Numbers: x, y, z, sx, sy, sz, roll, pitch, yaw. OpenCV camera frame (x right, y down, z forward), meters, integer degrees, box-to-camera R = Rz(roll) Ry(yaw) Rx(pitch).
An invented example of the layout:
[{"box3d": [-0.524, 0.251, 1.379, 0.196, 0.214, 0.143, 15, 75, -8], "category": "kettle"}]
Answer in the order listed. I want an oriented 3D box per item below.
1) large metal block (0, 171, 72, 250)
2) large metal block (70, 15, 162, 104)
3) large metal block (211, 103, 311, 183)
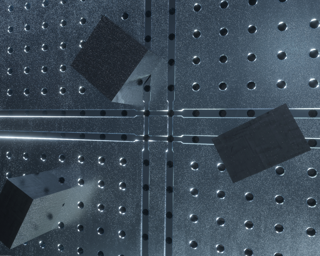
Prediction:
[{"box3d": [-0.188, 0.115, 0.451, 0.050, 0.080, 0.080, 31, 100, 17], "category": "large metal block"}, {"box3d": [-0.059, -0.090, 0.421, 0.080, 0.050, 0.080, 41, 103, 15], "category": "large metal block"}, {"box3d": [0.112, 0.016, 0.344, 0.080, 0.080, 0.050, -28, 81, 18], "category": "large metal block"}]
